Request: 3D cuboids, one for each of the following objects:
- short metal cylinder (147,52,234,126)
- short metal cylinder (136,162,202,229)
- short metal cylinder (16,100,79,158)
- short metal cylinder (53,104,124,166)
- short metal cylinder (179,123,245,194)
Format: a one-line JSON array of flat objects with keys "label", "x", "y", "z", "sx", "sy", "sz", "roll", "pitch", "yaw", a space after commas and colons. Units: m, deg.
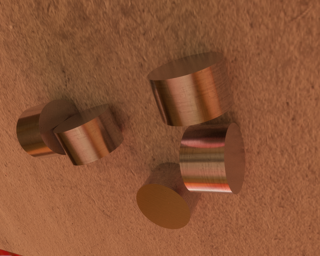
[{"label": "short metal cylinder", "x": 0.033, "y": -0.043, "z": 0.327, "sx": 0.080, "sy": 0.080, "sz": 0.050, "roll": -5, "pitch": 116, "yaw": 30}, {"label": "short metal cylinder", "x": 0.014, "y": 0.096, "z": 0.442, "sx": 0.080, "sy": 0.050, "sz": 0.079, "roll": 13, "pitch": 124, "yaw": 20}, {"label": "short metal cylinder", "x": -0.158, "y": 0.002, "z": 0.454, "sx": 0.050, "sy": 0.080, "sz": 0.080, "roll": -10, "pitch": 113, "yaw": 32}, {"label": "short metal cylinder", "x": -0.097, "y": 0.008, "z": 0.425, "sx": 0.080, "sy": 0.080, "sz": 0.050, "roll": -11, "pitch": 113, "yaw": 32}, {"label": "short metal cylinder", "x": 0.063, "y": 0.035, "z": 0.359, "sx": 0.050, "sy": 0.080, "sz": 0.080, "roll": -4, "pitch": 117, "yaw": 30}]
